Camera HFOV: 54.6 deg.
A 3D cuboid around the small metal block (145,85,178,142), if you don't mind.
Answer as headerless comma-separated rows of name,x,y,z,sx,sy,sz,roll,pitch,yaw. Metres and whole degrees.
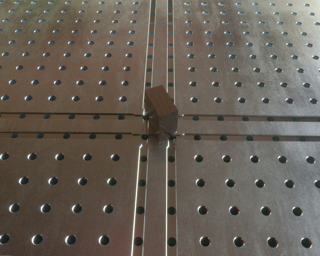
small metal block,0.001,-0.019,0.408,0.025,0.050,0.050,-18,53,-14
